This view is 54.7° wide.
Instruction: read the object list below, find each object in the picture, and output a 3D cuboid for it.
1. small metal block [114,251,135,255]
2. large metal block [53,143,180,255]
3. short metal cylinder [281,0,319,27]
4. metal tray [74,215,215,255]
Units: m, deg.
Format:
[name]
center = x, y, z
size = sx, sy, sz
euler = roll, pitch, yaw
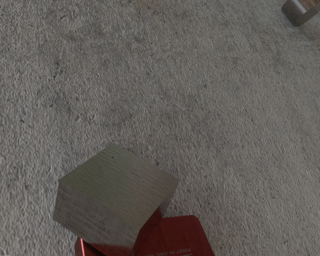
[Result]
[small metal block]
center = -0.025, 0.154, 0.296
size = 0.050, 0.025, 0.050
euler = 26, 53, -12
[large metal block]
center = -0.039, 0.068, 0.295
size = 0.080, 0.050, 0.080
euler = 28, 30, 15
[short metal cylinder]
center = 0.333, -0.283, 0.720
size = 0.081, 0.080, 0.050
euler = -22, 74, -36
[metal tray]
center = -0.008, 0.135, 0.296
size = 0.131, 0.030, 0.090
euler = 3, 42, -27
